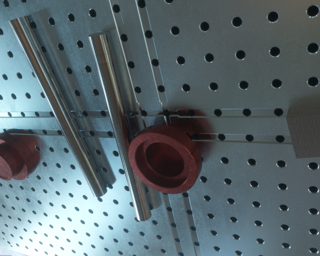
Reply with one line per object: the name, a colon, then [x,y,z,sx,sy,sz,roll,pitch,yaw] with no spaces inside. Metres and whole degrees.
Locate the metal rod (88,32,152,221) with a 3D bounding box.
metal rod: [-0.051,0.015,0.447,0.025,0.025,0.298,4,120,26]

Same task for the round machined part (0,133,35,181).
round machined part: [-0.293,0.062,0.593,0.098,0.042,0.097,13,124,21]

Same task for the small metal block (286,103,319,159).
small metal block: [0.166,0.003,0.325,0.050,0.025,0.050,-9,114,32]

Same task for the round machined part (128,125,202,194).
round machined part: [0.010,0.038,0.418,0.098,0.042,0.097,13,124,21]

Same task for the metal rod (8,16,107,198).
metal rod: [-0.148,-0.018,0.477,0.025,0.025,0.298,-5,116,30]
